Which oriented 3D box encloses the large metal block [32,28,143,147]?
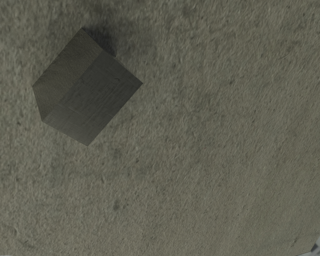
[{"bbox_3d":[-0.075,-0.042,0.305,0.080,0.080,0.050,-48,129,5],"label":"large metal block"}]
